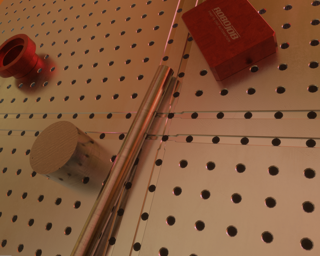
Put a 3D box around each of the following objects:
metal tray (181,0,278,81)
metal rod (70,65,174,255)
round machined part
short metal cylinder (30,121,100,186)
[{"bbox_3d":[0.094,-0.138,0.440,0.090,0.030,0.130,-27,52,10],"label":"metal tray"},{"bbox_3d":[-0.047,0.045,0.403,0.025,0.025,0.300,10,67,32],"label":"metal rod"},{"bbox_3d":[-0.292,-0.142,0.634,0.098,0.042,0.098,-13,56,20],"label":"round machined part"},{"bbox_3d":[-0.134,0.037,0.438,0.080,0.050,0.080,-13,56,20],"label":"short metal cylinder"}]
